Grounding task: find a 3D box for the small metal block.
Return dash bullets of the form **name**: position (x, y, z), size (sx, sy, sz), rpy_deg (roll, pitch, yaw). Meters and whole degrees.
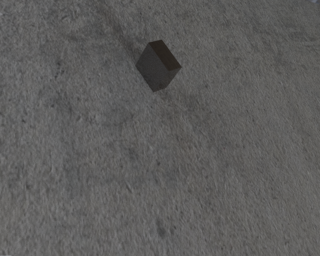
- **small metal block**: position (-0.003, -0.087, 0.439), size (0.025, 0.050, 0.050), rpy_deg (-25, 75, -37)
